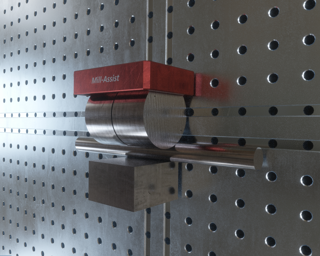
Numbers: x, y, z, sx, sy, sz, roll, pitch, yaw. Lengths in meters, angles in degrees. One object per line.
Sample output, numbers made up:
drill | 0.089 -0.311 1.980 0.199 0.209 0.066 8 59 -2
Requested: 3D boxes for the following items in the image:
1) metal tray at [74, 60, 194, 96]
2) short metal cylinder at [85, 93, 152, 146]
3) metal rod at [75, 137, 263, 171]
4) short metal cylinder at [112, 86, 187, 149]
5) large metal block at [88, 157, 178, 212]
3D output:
metal tray | -0.034 -0.056 0.390 0.130 0.091 0.030 2 91 40
short metal cylinder | -0.051 -0.016 0.412 0.050 0.081 0.079 1 91 40
metal rod | -0.014 0.029 0.415 0.300 0.025 0.025 2 91 40
short metal cylinder | -0.011 -0.016 0.379 0.050 0.081 0.079 2 92 40
large metal block | -0.033 0.067 0.395 0.080 0.081 0.050 1 91 40
